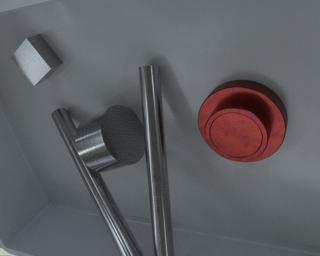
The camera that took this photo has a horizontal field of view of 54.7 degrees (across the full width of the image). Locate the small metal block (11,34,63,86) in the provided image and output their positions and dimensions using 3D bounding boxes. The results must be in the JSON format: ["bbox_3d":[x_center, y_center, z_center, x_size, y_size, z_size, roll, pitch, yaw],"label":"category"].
[{"bbox_3d":[-0.175,-0.096,0.439,0.050,0.025,0.050,-29,103,37],"label":"small metal block"}]

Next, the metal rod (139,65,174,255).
[{"bbox_3d":[-0.001,0.075,0.378,0.025,0.025,0.298,-3,93,29],"label":"metal rod"}]

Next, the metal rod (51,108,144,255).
[{"bbox_3d":[-0.079,0.091,0.417,0.299,0.025,0.025,56,133,24],"label":"metal rod"}]

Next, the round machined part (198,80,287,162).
[{"bbox_3d":[0.090,-0.001,0.349,0.098,0.042,0.097,13,124,20],"label":"round machined part"}]

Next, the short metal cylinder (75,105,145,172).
[{"bbox_3d":[-0.064,0.015,0.415,0.050,0.080,0.080,-20,108,35],"label":"short metal cylinder"}]
